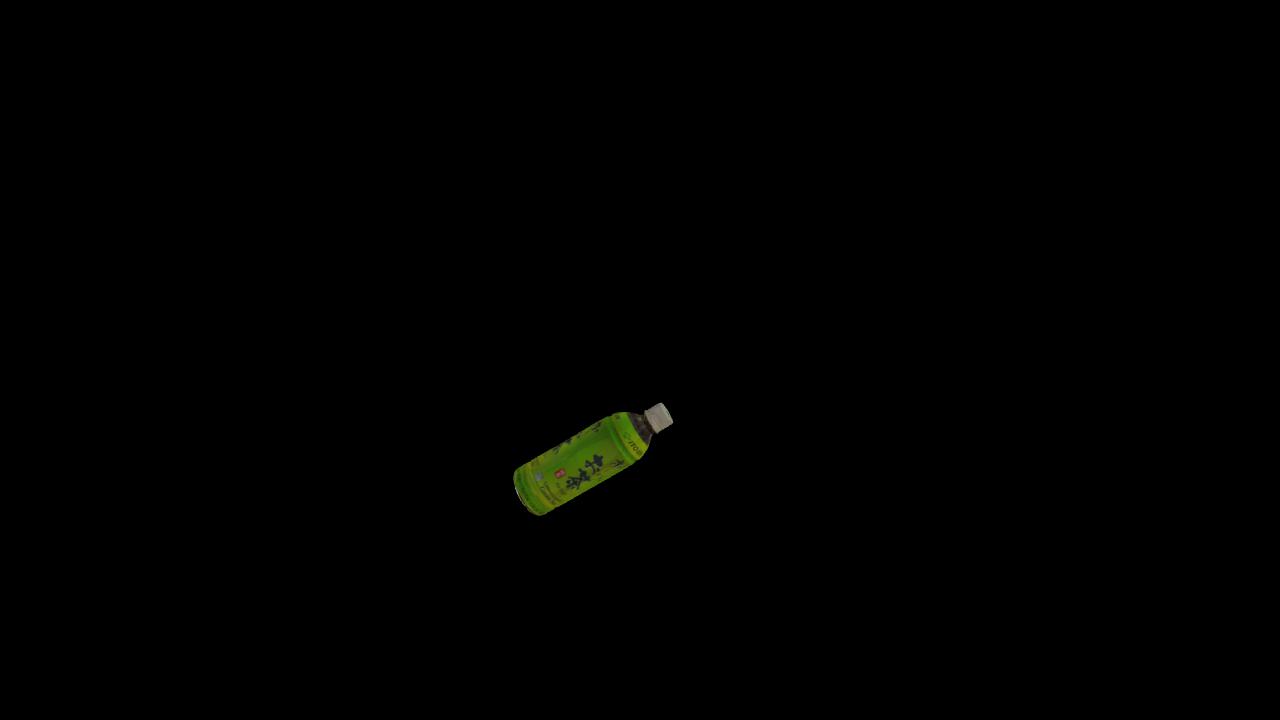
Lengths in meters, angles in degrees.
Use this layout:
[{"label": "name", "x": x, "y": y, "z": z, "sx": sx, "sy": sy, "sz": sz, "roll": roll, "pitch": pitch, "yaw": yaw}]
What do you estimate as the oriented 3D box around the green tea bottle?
[{"label": "green tea bottle", "x": -0.056, "y": 0.119, "z": 0.780, "sx": 0.212, "sy": 0.073, "sz": 0.073, "roll": -31, "pitch": -3, "yaw": 4}]
